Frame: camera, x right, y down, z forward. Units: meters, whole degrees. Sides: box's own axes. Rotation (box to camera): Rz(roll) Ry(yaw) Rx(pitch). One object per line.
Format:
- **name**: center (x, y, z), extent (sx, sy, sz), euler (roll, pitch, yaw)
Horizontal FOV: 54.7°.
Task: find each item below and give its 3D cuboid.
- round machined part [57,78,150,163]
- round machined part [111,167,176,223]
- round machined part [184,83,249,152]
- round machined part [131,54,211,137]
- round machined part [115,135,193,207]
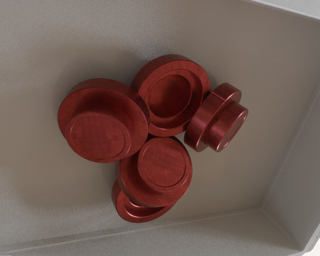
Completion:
- **round machined part**: center (-0.062, -0.001, 0.333), extent (0.099, 0.042, 0.097), euler (3, 126, 4)
- **round machined part**: center (-0.021, 0.082, 0.434), extent (0.099, 0.042, 0.097), euler (-14, 124, -21)
- **round machined part**: center (0.078, -0.007, 0.405), extent (0.098, 0.042, 0.098), euler (-44, 158, -23)
- **round machined part**: center (0.008, -0.041, 0.373), extent (0.099, 0.042, 0.097), euler (-14, 124, -21)
- **round machined part**: center (-0.002, 0.048, 0.387), extent (0.099, 0.098, 0.042), euler (-6, 166, -25)
